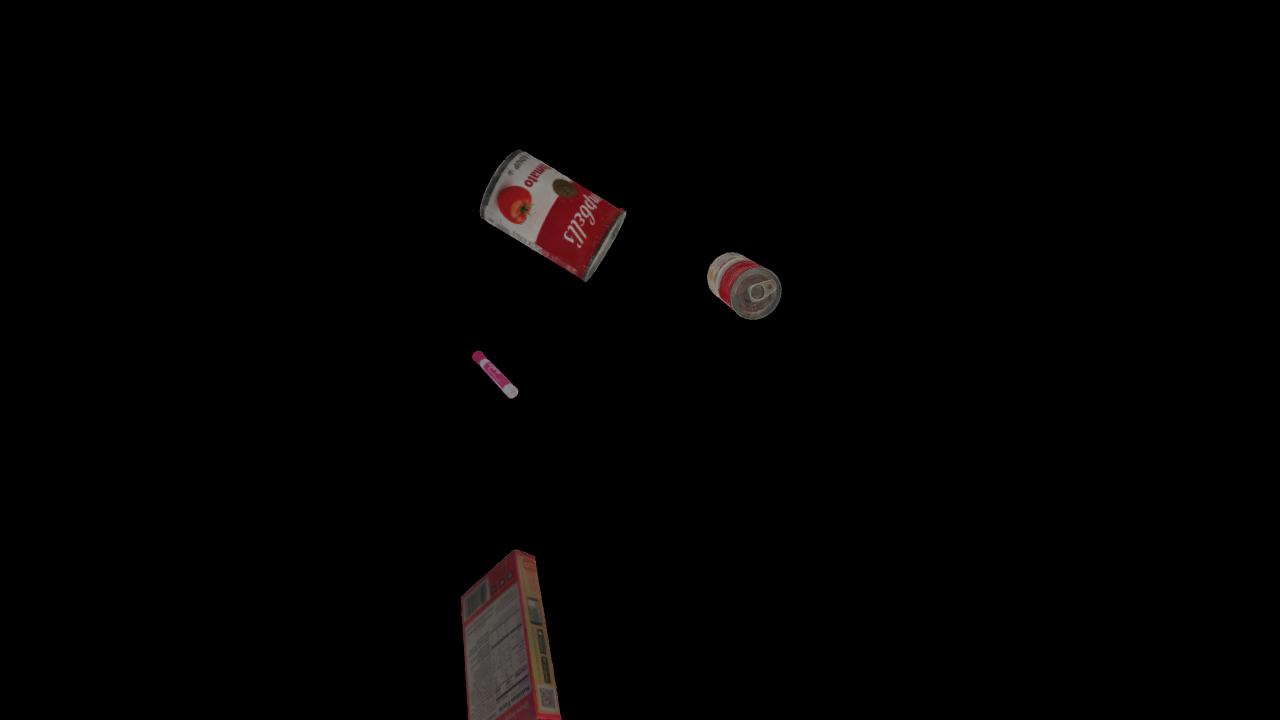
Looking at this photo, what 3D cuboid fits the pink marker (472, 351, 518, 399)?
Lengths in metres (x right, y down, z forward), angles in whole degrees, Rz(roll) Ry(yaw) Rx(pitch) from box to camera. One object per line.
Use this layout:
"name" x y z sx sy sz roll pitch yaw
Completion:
"pink marker" -0.228 0.020 0.960 0.020 0.020 0.121 0 30 -47

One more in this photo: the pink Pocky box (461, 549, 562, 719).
"pink Pocky box" -0.116 0.253 0.532 0.029 0.084 0.155 33 21 -36

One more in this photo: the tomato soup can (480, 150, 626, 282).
"tomato soup can" -0.071 -0.119 0.508 0.101 0.068 0.068 31 -1 -2

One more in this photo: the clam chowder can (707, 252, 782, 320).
"clam chowder can" 0.134 -0.100 0.807 0.068 0.068 0.102 0 21 -13
